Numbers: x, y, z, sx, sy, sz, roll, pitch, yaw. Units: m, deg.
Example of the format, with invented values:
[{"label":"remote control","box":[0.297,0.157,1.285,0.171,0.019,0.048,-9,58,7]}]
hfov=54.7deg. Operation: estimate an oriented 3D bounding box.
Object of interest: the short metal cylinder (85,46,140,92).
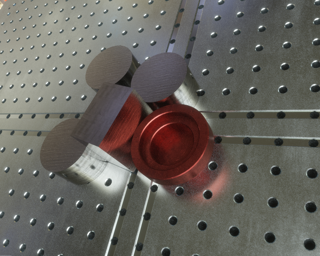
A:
[{"label":"short metal cylinder","box":[-0.066,-0.079,0.475,0.080,0.050,0.080,-13,56,21]}]

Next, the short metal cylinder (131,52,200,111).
[{"label":"short metal cylinder","box":[0.008,-0.055,0.422,0.080,0.050,0.080,-13,56,21]}]

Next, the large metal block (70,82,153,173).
[{"label":"large metal block","box":[-0.052,0.000,0.397,0.050,0.080,0.080,17,71,35]}]

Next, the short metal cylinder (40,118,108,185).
[{"label":"short metal cylinder","box":[-0.118,0.033,0.434,0.080,0.050,0.080,-13,56,21]}]

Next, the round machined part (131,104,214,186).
[{"label":"round machined part","box":[0.018,0.023,0.374,0.098,0.042,0.098,-13,56,21]}]

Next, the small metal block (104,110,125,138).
[{"label":"small metal block","box":[-0.073,-0.013,0.454,0.050,0.025,0.050,16,70,34]}]
